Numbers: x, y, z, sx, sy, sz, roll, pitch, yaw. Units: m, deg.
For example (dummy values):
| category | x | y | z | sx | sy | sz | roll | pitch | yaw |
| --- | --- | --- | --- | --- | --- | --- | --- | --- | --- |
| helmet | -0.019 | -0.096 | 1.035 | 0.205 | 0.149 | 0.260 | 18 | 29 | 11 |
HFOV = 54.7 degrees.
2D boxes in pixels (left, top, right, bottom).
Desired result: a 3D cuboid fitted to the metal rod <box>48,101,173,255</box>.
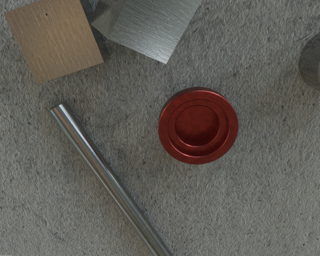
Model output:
| category | x | y | z | sx | sy | sz | roll | pitch | yaw |
| --- | --- | --- | --- | --- | --- | --- | --- | --- | --- |
| metal rod | -0.059 | 0.094 | 0.443 | 0.025 | 0.025 | 0.299 | -28 | 108 | 9 |

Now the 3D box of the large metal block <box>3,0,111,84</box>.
| category | x | y | z | sx | sy | sz | roll | pitch | yaw |
| --- | --- | --- | --- | --- | --- | --- | --- | --- | --- |
| large metal block | -0.113 | -0.105 | 0.356 | 0.080 | 0.050 | 0.080 | -17 | 110 | 6 |

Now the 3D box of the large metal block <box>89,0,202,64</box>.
| category | x | y | z | sx | sy | sz | roll | pitch | yaw |
| --- | --- | --- | --- | --- | --- | --- | --- | --- | --- |
| large metal block | -0.015 | -0.126 | 0.330 | 0.081 | 0.050 | 0.080 | 13 | 114 | -44 |

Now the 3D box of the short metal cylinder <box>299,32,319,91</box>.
| category | x | y | z | sx | sy | sz | roll | pitch | yaw |
| --- | --- | --- | --- | --- | --- | --- | --- | --- | --- |
| short metal cylinder | 0.218 | -0.078 | 0.371 | 0.081 | 0.050 | 0.079 | 0 | 110 | -1 |

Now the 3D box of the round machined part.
| category | x | y | z | sx | sy | sz | roll | pitch | yaw |
| --- | --- | --- | --- | --- | --- | --- | --- | --- | --- |
| round machined part | 0.047 | -0.006 | 0.399 | 0.099 | 0.042 | 0.097 | 0 | 110 | -1 |
